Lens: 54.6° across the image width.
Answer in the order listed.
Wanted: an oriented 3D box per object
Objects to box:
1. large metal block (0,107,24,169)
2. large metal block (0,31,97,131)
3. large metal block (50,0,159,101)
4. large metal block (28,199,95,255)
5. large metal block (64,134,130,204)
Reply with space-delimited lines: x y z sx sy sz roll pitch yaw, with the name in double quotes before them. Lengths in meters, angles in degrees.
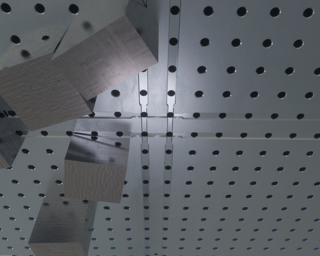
"large metal block" -0.242 0.012 0.403 0.080 0.050 0.080 -9 130 8
"large metal block" -0.127 -0.051 0.351 0.080 0.050 0.080 -15 129 12
"large metal block" -0.049 -0.084 0.303 0.080 0.080 0.050 -25 126 19
"large metal block" -0.159 0.167 0.516 0.080 0.080 0.050 -2 130 2
"large metal block" -0.090 0.060 0.445 0.080 0.050 0.079 9 130 -8
